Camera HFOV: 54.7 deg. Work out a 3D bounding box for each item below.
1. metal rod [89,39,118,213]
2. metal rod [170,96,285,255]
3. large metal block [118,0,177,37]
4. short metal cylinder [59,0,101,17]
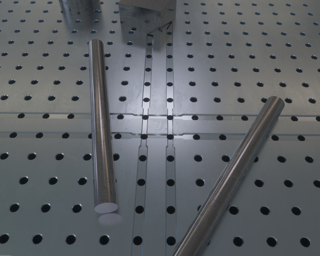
[{"bbox_3d":[-0.083,-0.027,0.429,0.025,0.025,0.300,-7,50,-6],"label":"metal rod"},{"bbox_3d":[0.081,0.061,0.356,0.025,0.025,0.301,27,55,21],"label":"metal rod"},{"bbox_3d":[-0.021,-0.221,0.577,0.080,0.050,0.080,17,52,14],"label":"large metal block"},{"bbox_3d":[-0.161,-0.263,0.612,0.081,0.050,0.080,0,50,0],"label":"short metal cylinder"}]
